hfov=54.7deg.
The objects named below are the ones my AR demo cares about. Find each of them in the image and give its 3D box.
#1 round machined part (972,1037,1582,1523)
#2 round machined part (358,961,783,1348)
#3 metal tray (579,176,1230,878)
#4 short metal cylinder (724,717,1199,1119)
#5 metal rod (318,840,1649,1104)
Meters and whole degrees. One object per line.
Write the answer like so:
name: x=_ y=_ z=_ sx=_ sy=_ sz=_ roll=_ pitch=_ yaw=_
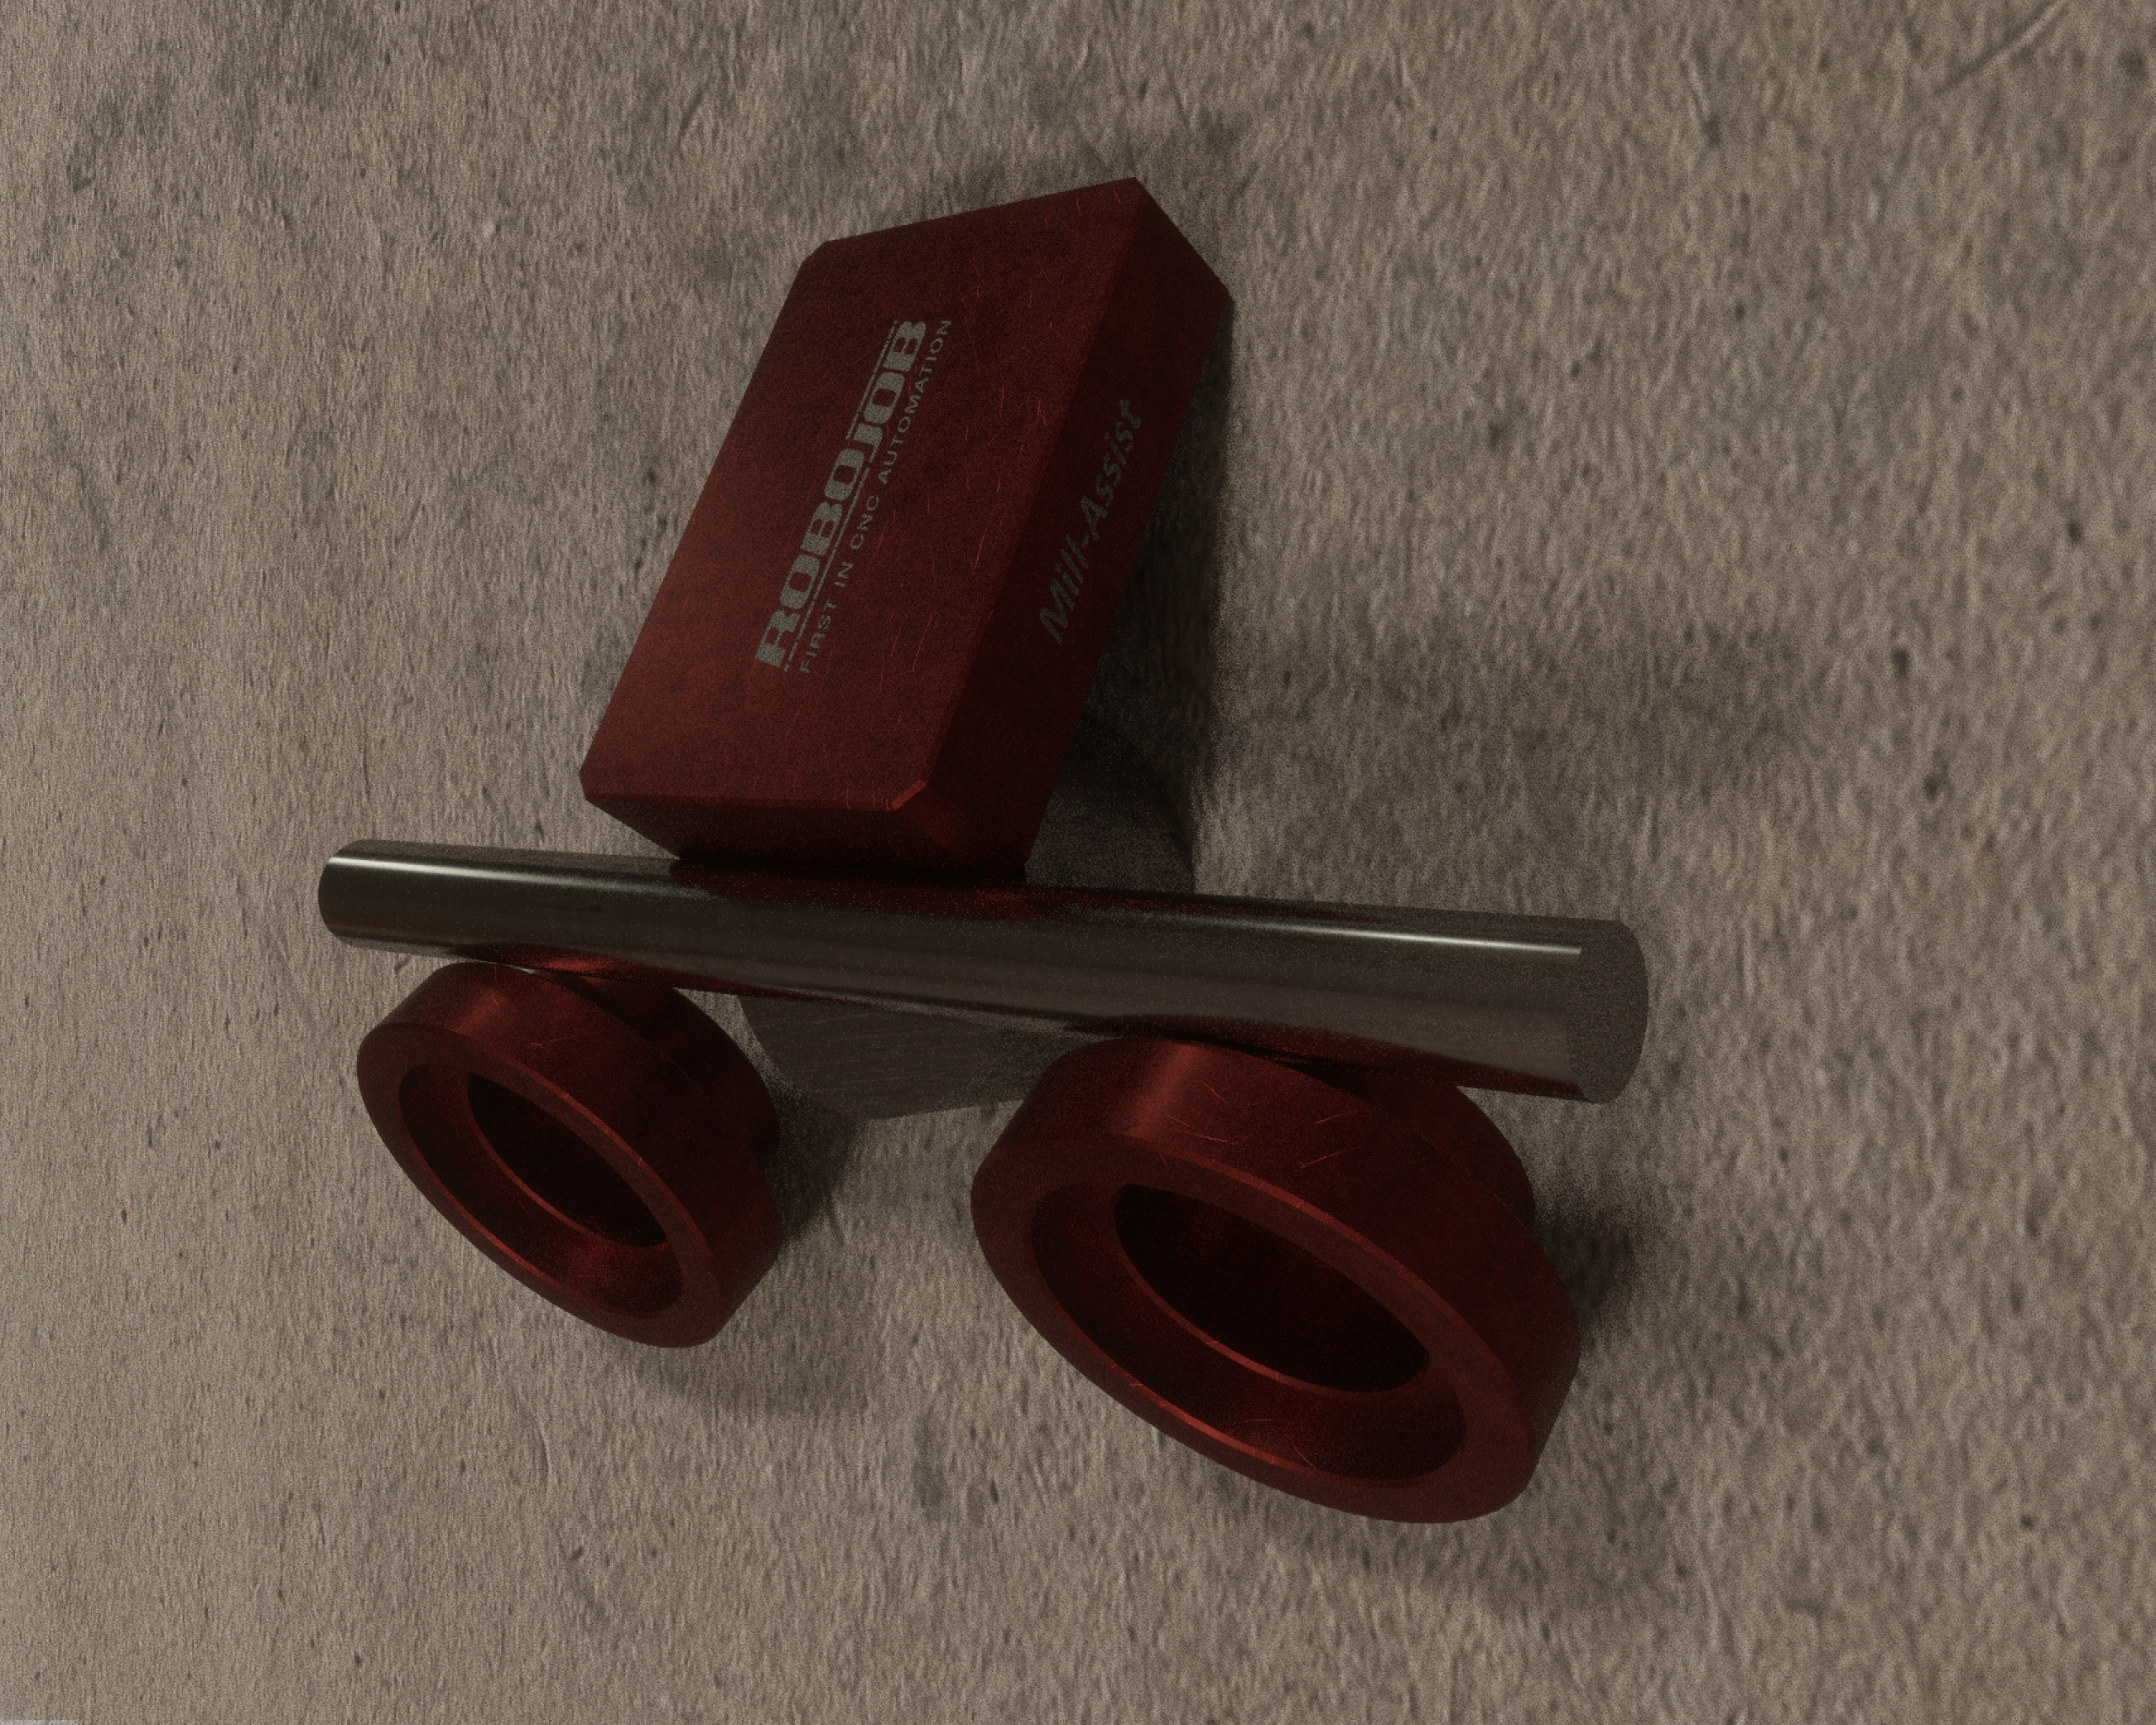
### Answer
round machined part: x=0.035 y=0.061 z=0.342 sx=0.098 sy=0.042 sz=0.097 roll=22 pitch=144 yaw=18
round machined part: x=-0.105 y=0.058 z=0.459 sx=0.098 sy=0.042 sz=0.097 roll=22 pitch=140 yaw=20
metal tray: x=-0.033 y=-0.062 z=0.393 sx=0.090 sy=0.030 sz=0.130 roll=3 pitch=66 yaw=39
short metal cylinder: x=-0.024 y=0.008 z=0.408 sx=0.080 sy=0.050 sz=0.079 roll=0 pitch=90 yaw=39
metal rod: x=-0.044 y=0.014 z=0.377 sx=0.300 sy=0.025 sz=0.025 roll=3 pitch=92 yaw=39
